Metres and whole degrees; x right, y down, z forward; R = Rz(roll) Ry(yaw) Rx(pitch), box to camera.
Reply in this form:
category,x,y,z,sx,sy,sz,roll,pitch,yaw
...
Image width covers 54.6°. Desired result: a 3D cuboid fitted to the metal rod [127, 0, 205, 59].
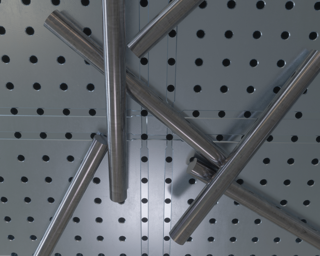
category,x,y,z,sx,sy,sz,roll,pitch,yaw
metal rod,0.080,-0.187,0.344,0.300,0.025,0.025,-40,105,13

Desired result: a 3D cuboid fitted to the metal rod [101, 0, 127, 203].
category,x,y,z,sx,sy,sz,roll,pitch,yaw
metal rod,-0.054,-0.031,0.378,0.025,0.025,0.298,2,119,-1

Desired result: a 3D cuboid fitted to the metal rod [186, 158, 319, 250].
category,x,y,z,sx,sy,sz,roll,pitch,yaw
metal rod,0.171,0.129,0.461,0.301,0.025,0.025,31,107,-11

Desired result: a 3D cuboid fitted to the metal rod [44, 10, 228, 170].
category,x,y,z,sx,sy,sz,roll,pitch,yaw
metal rod,-0.015,-0.037,0.399,0.301,0.025,0.025,39,105,-13

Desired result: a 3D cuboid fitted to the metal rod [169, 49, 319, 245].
category,x,y,z,sx,sy,sz,roll,pitch,yaw
metal rod,0.110,0.030,0.402,0.025,0.025,0.299,34,98,-12

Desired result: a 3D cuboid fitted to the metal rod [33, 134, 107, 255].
category,x,y,z,sx,sy,sz,roll,pitch,yaw
metal rod,-0.149,0.139,0.463,0.025,0.025,0.299,27,108,-10
